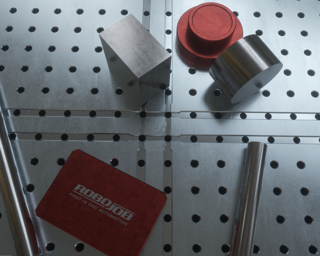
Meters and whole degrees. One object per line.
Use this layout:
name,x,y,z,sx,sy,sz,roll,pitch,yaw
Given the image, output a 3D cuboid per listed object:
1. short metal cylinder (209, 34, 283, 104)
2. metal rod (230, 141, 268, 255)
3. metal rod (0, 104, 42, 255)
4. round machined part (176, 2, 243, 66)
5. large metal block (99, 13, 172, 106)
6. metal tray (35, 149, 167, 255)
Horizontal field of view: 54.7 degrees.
short metal cylinder,0.113,-0.077,0.412,0.080,0.080,0.050,-30,73,-11
metal rod,0.091,0.158,0.354,0.025,0.025,0.299,13,70,4
metal rod,-0.208,0.020,0.401,0.025,0.025,0.299,-22,72,-8
round machined part,0.074,-0.144,0.456,0.099,0.042,0.098,0,70,0
large metal block,-0.031,-0.088,0.414,0.050,0.080,0.080,-37,75,-12
metal tray,-0.068,0.094,0.374,0.130,0.030,0.090,26,72,8
